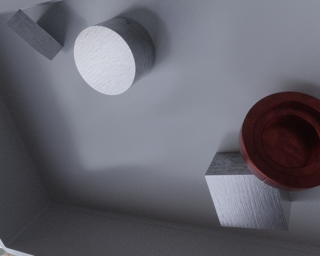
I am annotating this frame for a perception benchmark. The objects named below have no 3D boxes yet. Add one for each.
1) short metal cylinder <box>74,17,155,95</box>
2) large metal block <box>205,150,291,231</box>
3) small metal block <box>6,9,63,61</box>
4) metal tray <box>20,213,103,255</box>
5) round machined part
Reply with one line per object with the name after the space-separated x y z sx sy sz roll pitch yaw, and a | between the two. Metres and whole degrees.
-0.053 -0.085 0.366 0.080 0.050 0.079 13 124 20 | short metal cylinder
0.110 0.075 0.380 0.080 0.050 0.080 -6 115 30 | large metal block
-0.159 -0.118 0.399 0.050 0.050 0.025 41 88 0 | small metal block
-0.190 0.240 0.606 0.130 0.090 0.030 37 125 -3 | metal tray
0.130 0.016 0.315 0.098 0.098 0.042 24 164 13 | round machined part
